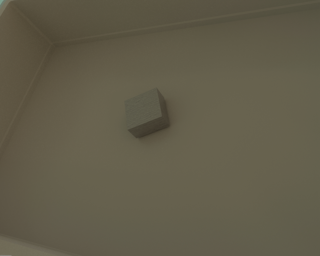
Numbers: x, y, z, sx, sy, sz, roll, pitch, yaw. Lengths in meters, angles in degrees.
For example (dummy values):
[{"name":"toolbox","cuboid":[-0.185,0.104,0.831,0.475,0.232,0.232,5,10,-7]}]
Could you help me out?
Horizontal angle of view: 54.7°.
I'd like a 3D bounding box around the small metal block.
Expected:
[{"name":"small metal block","cuboid":[-0.018,-0.020,0.422,0.050,0.025,0.050,-21,54,15]}]
